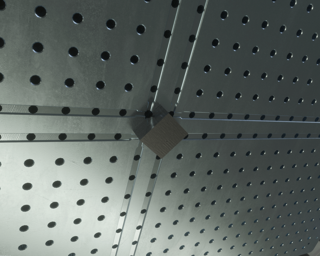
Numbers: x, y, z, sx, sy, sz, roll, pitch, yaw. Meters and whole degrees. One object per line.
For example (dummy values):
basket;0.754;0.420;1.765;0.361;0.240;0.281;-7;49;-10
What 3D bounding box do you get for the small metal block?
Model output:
small metal block;0.001;0.006;0.415;0.050;0.025;0.050;-44;130;2
